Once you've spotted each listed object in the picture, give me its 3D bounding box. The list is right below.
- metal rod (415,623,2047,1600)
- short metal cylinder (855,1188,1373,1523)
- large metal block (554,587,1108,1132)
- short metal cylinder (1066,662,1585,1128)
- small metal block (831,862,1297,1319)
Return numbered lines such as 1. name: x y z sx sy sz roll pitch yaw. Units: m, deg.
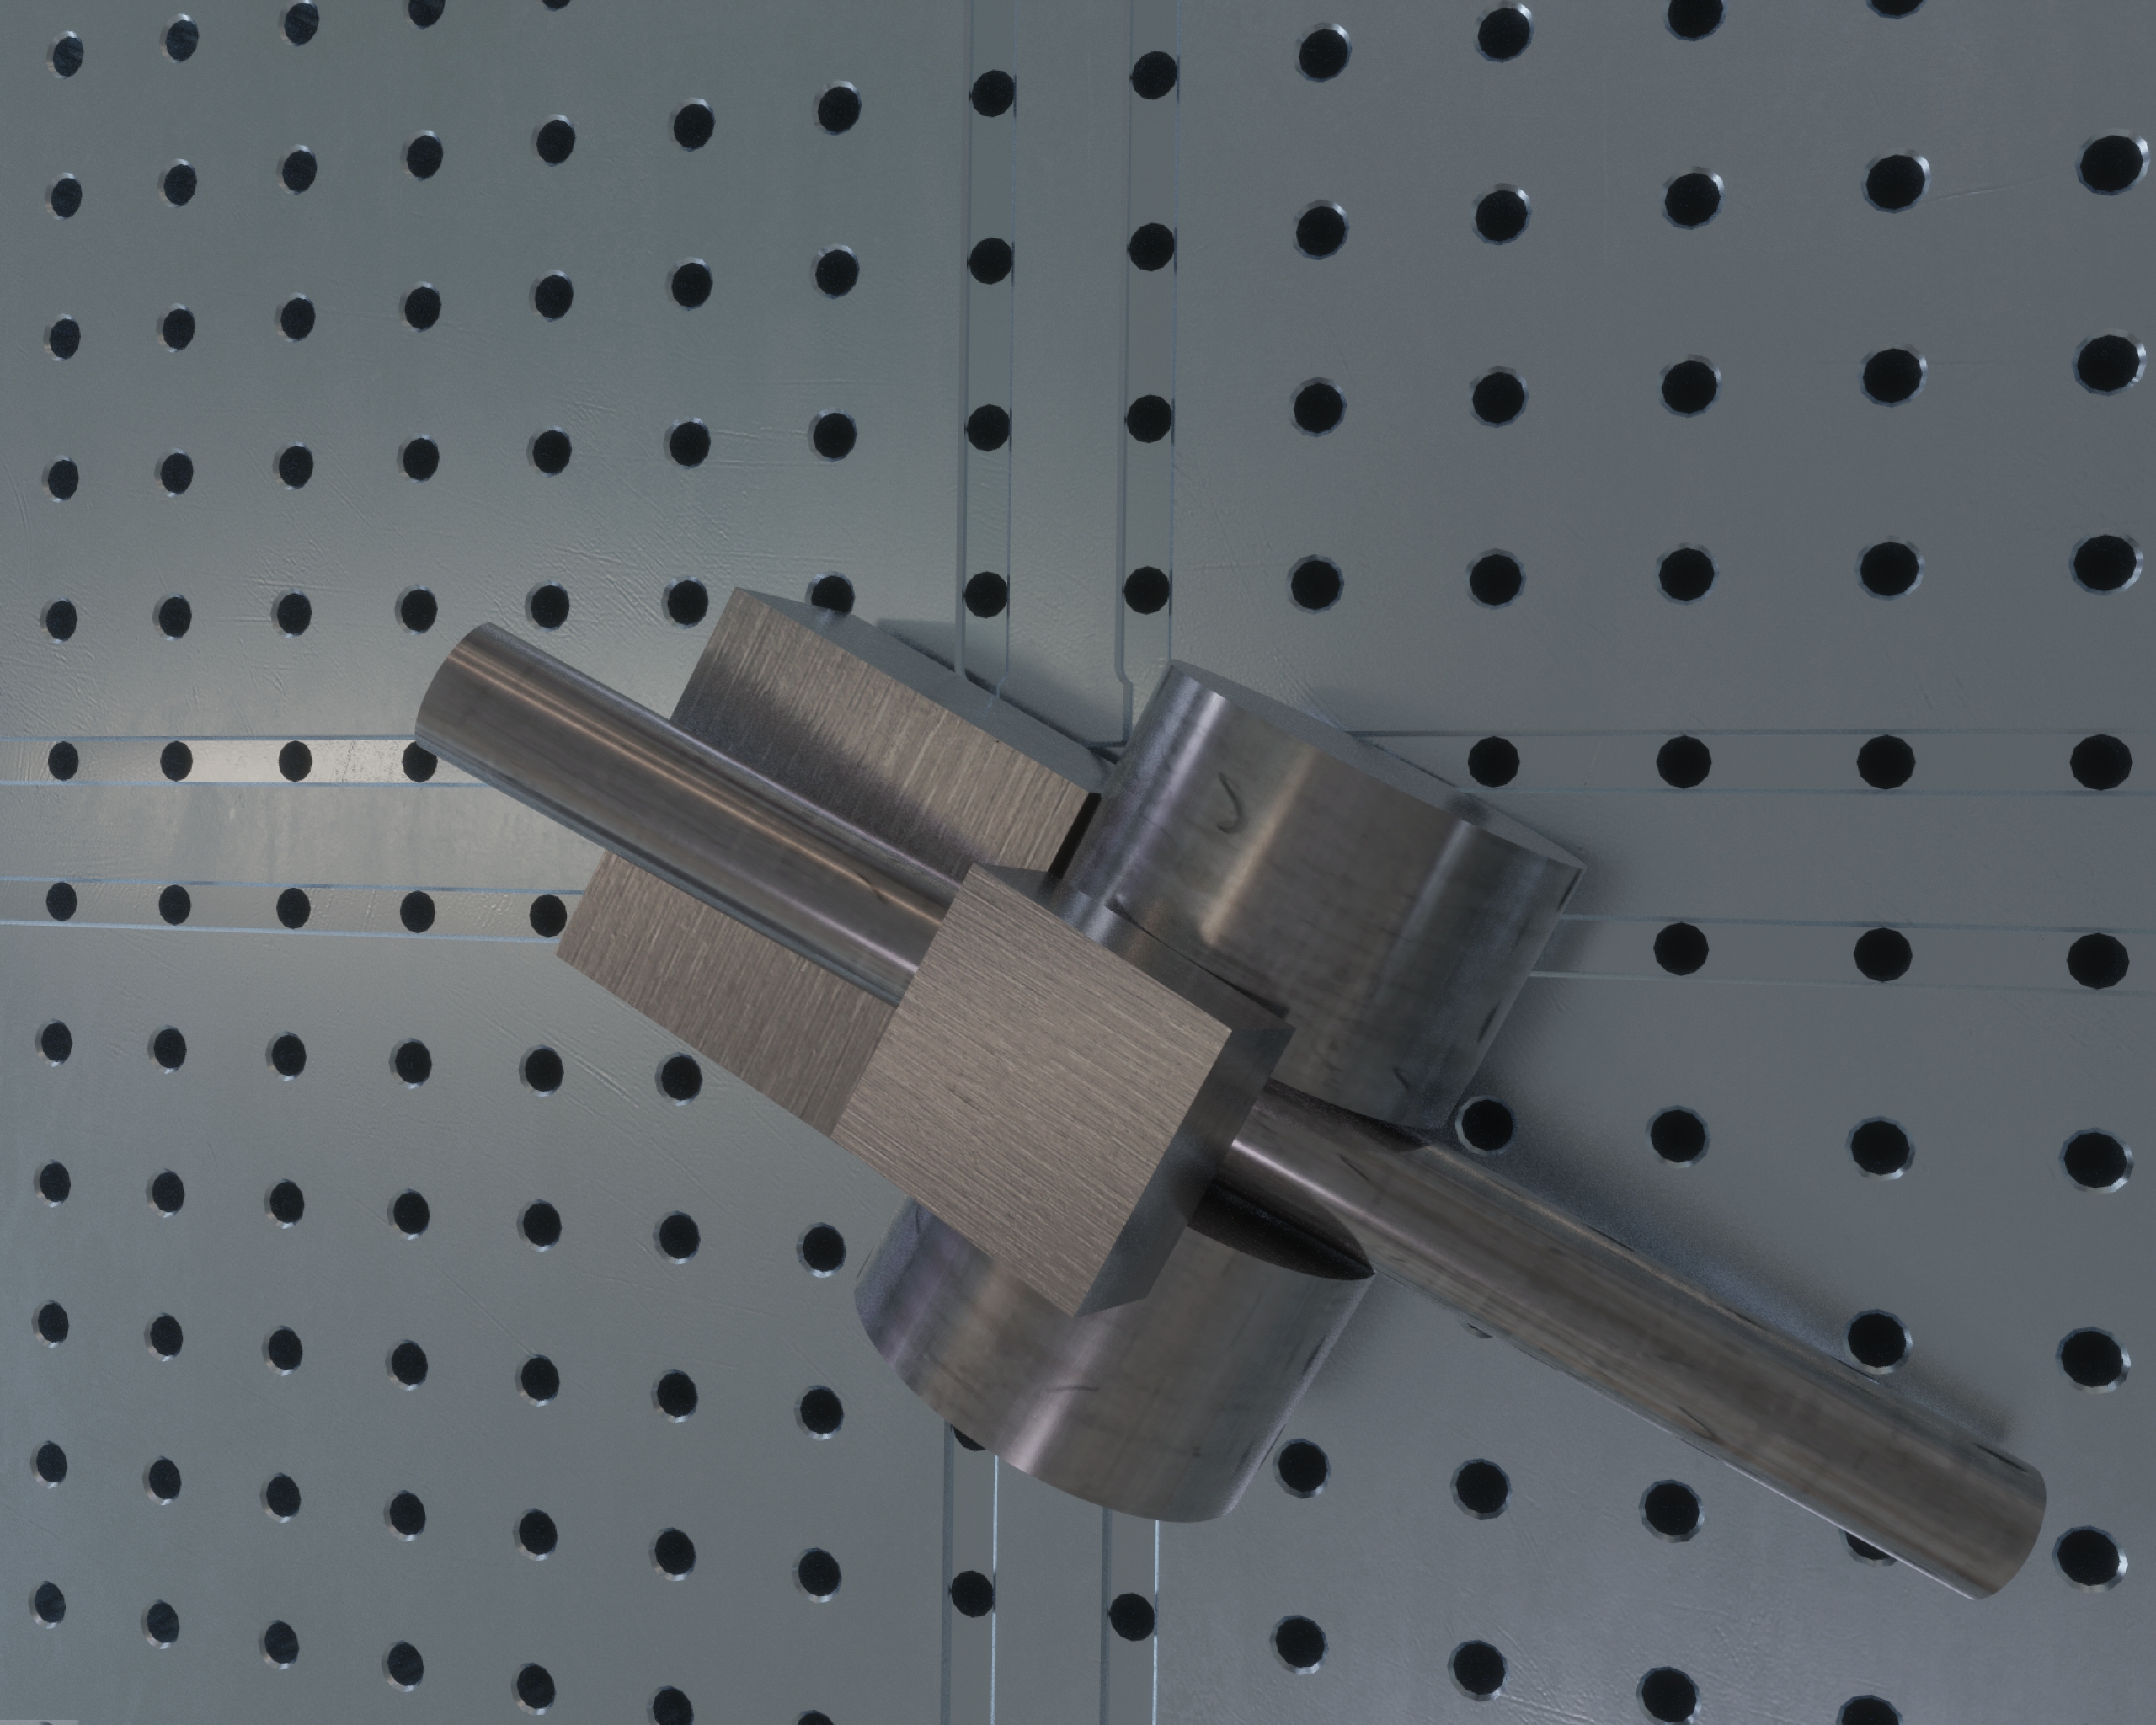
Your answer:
1. metal rod: 0.024 0.041 0.358 0.301 0.025 0.025 29 100 2
2. short metal cylinder: 0.007 0.073 0.377 0.080 0.080 0.050 32 100 17
3. large metal block: -0.041 0.003 0.408 0.080 0.050 0.080 31 100 17
4. short metal cylinder: 0.041 0.004 0.366 0.080 0.080 0.050 29 100 17
5. small metal block: -0.003 0.034 0.326 0.050 0.025 0.050 32 101 25
